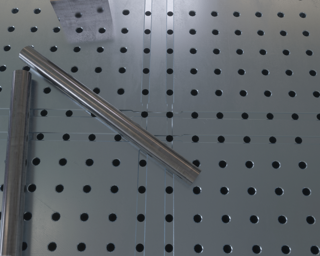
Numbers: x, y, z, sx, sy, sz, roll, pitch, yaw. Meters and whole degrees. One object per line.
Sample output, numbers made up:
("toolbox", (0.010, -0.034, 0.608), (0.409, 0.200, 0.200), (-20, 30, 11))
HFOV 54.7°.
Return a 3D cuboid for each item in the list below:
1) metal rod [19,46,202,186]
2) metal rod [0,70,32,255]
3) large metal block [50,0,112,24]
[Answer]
("metal rod", (-0.074, -0.022, 0.419), (0.300, 0.025, 0.025), (36, 74, 12))
("metal rod", (-0.181, 0.064, 0.386), (0.025, 0.025, 0.299), (-5, 70, -2))
("large metal block", (-0.120, -0.212, 0.475), (0.081, 0.050, 0.080), (-7, 70, -3))
